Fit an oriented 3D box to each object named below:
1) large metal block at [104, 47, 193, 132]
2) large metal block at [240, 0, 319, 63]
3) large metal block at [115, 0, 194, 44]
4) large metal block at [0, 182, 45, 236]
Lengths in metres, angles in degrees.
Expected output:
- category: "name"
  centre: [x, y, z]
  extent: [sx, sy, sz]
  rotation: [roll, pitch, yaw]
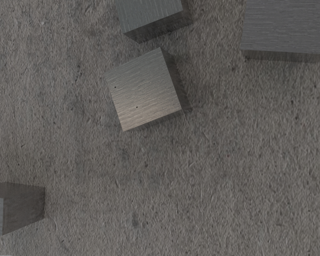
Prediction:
- category: "large metal block"
  centre: [-0.014, -0.046, 0.401]
  extent: [0.080, 0.050, 0.080]
  rotation: [-21, 83, 18]
- category: "large metal block"
  centre: [0.139, -0.120, 0.347]
  extent: [0.080, 0.050, 0.079]
  rotation: [8, 93, 19]
- category: "large metal block"
  centre: [-0.010, -0.166, 0.399]
  extent: [0.080, 0.050, 0.080]
  rotation: [-15, 85, 19]
- category: "large metal block"
  centre: [-0.233, 0.116, 0.462]
  extent: [0.080, 0.080, 0.050]
  rotation: [3, 91, 20]
